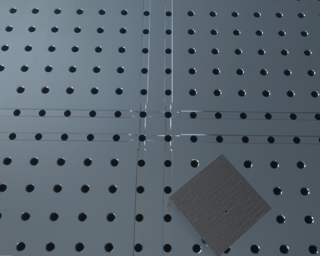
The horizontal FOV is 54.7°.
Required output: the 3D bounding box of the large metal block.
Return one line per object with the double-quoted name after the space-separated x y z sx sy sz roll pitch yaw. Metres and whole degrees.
0.067 0.091 0.366 0.080 0.050 0.080 -37 75 -13 "large metal block"
